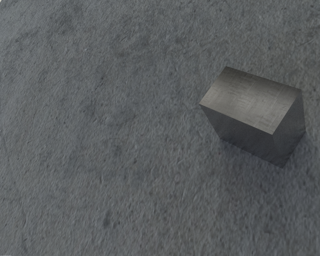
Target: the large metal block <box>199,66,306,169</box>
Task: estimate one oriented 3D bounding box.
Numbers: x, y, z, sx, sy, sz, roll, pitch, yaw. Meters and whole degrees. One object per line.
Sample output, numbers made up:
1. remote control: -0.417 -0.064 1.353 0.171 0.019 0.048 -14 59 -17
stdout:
1. large metal block: 0.098 -0.011 0.323 0.080 0.080 0.050 28 77 37
